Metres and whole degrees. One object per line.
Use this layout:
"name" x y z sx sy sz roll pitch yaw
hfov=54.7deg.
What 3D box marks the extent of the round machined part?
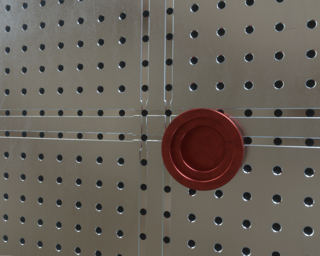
"round machined part" 0.055 0.025 0.384 0.098 0.042 0.097 0 90 19
